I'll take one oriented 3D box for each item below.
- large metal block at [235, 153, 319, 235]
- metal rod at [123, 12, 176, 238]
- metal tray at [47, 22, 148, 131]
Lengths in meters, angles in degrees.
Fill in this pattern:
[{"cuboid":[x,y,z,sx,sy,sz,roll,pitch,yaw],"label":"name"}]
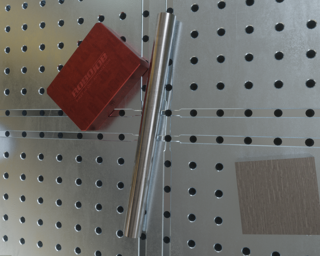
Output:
[{"cuboid":[0.133,0.073,0.352,0.080,0.050,0.080,-6,88,19],"label":"large metal block"},{"cuboid":[-0.014,-0.001,0.416,0.025,0.025,0.298,10,93,19],"label":"metal rod"},{"cuboid":[-0.091,-0.070,0.441,0.090,0.030,0.130,45,103,14],"label":"metal tray"}]
